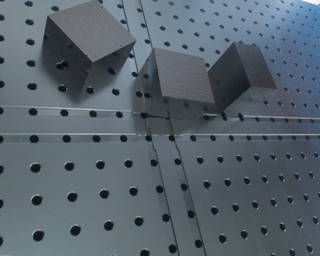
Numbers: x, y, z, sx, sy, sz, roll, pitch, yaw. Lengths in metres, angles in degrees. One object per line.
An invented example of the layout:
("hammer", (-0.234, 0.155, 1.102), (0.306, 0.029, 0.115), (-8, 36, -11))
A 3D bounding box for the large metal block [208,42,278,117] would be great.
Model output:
("large metal block", (0.123, -0.073, 0.482), (0.050, 0.080, 0.080), (2, 61, -27))

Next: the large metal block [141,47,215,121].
("large metal block", (0.023, -0.060, 0.441), (0.081, 0.050, 0.080), (5, 59, -25))

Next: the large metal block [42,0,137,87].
("large metal block", (-0.093, -0.114, 0.411), (0.080, 0.050, 0.080), (46, 51, 4))
